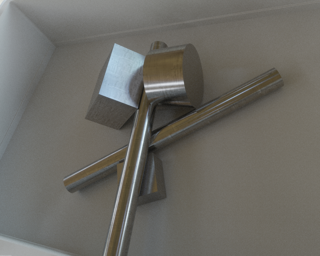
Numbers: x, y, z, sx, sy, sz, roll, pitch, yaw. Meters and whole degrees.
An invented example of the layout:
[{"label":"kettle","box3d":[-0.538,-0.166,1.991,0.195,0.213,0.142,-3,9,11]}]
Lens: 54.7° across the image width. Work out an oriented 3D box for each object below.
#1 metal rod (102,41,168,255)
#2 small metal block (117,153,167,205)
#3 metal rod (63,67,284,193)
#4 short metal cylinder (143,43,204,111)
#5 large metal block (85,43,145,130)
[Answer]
[{"label":"metal rod","box3d":[-0.025,0.014,0.373,0.025,0.025,0.300,-4,58,25]},{"label":"small metal block","box3d":[-0.023,0.064,0.376,0.050,0.025,0.050,-19,54,16]},{"label":"metal rod","box3d":[0.009,0.008,0.392,0.301,0.025,0.025,-28,53,10]},{"label":"short metal cylinder","box3d":[0.019,-0.063,0.395,0.050,0.080,0.080,-3,60,25]},{"label":"large metal block","box3d":[-0.060,-0.053,0.425,0.080,0.050,0.080,-40,34,57]}]
